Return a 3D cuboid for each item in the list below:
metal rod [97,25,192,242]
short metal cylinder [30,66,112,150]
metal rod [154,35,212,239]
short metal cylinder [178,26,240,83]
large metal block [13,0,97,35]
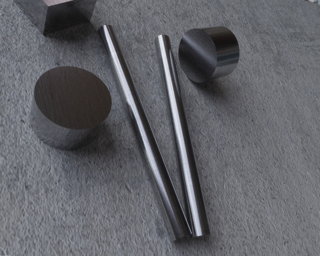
[{"bbox_3d":[-0.027,-0.009,0.394,0.025,0.025,0.299,-8,66,-32],"label":"metal rod"},{"bbox_3d":[-0.100,-0.022,0.347,0.081,0.050,0.080,14,56,-21],"label":"short metal cylinder"},{"bbox_3d":[0.025,-0.007,0.421,0.025,0.025,0.299,5,59,-26],"label":"metal rod"},{"bbox_3d":[0.074,-0.114,0.478,0.050,0.080,0.080,-19,72,-35],"label":"short metal cylinder"},{"bbox_3d":[-0.145,-0.183,0.421,0.080,0.050,0.081,49,51,6],"label":"large metal block"}]
